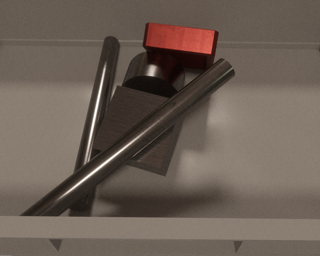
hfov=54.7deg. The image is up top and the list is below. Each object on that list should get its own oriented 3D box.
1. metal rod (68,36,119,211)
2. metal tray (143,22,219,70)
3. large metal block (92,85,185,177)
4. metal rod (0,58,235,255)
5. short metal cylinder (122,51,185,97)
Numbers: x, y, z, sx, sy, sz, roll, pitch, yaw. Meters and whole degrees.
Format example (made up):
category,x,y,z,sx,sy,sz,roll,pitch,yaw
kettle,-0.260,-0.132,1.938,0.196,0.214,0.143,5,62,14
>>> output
category,x,y,z,sx,sy,sz,roll,pitch,yaw
metal rod,-0.085,-0.031,0.429,0.025,0.025,0.300,1,50,0
metal tray,0.033,-0.111,0.440,0.090,0.130,0.030,9,93,7
large metal block,-0.022,0.004,0.368,0.080,0.050,0.080,15,73,12
metal rod,-0.043,0.026,0.323,0.301,0.025,0.025,-38,59,-7
short metal cylinder,-0.009,-0.056,0.416,0.080,0.080,0.050,7,50,5
